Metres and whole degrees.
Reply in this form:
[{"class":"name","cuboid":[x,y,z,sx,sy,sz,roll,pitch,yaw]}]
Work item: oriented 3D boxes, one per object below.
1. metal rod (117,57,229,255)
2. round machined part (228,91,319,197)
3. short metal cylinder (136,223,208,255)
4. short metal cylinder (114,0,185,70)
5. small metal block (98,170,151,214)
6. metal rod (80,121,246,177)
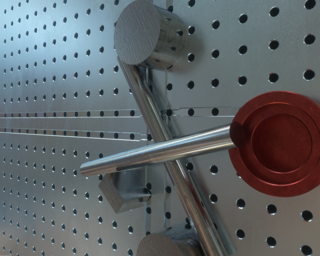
[{"class":"metal rod","cuboid":[0.008,0.024,0.402,0.025,0.025,0.299,-38,67,33]},{"class":"round machined part","cuboid":[0.120,0.014,0.299,0.098,0.042,0.097,0,90,40]},{"class":"short metal cylinder","cuboid":[0.017,0.163,0.379,0.080,0.050,0.080,0,90,40]},{"class":"short metal cylinder","cuboid":[-0.014,-0.119,0.405,0.080,0.050,0.080,0,90,40]},{"class":"small metal block","cuboid":[-0.050,0.088,0.434,0.050,0.050,0.025,48,119,29]},{"class":"metal rod","cuboid":[-0.024,0.037,0.400,0.299,0.025,0.025,-18,79,47]}]
